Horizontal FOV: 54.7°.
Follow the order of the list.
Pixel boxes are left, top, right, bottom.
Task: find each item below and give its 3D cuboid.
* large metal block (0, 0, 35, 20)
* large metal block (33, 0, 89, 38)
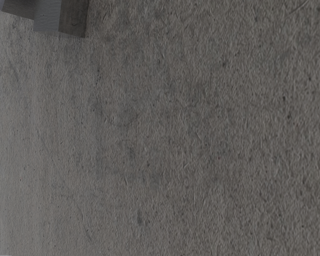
[{"bbox_3d":[-0.252,-0.254,0.577,0.050,0.081,0.080,46,117,30],"label":"large metal block"},{"bbox_3d":[-0.169,-0.200,0.528,0.080,0.050,0.079,15,99,39],"label":"large metal block"}]
